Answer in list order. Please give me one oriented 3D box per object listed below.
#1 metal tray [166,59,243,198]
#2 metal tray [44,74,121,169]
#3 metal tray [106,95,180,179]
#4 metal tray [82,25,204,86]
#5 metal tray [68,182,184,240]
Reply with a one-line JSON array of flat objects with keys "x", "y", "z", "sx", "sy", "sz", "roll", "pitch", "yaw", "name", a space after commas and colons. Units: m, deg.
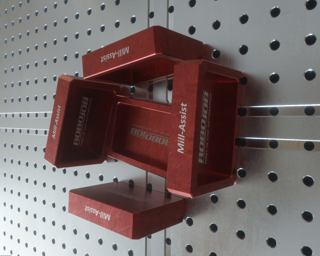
[{"x": 0.050, "y": 0.000, "z": 0.326, "sx": 0.030, "sy": 0.091, "sz": 0.129, "roll": 6, "pitch": 94, "yaw": 40, "name": "metal tray"}, {"x": -0.114, "y": -0.008, "z": 0.462, "sx": 0.030, "sy": 0.091, "sz": 0.129, "roll": 23, "pitch": 105, "yaw": 38, "name": "metal tray"}, {"x": -0.014, "y": 0.009, "z": 0.418, "sx": 0.130, "sy": 0.030, "sz": 0.089, "roll": 15, "pitch": 99, "yaw": 39, "name": "metal tray"}, {"x": -0.022, "y": -0.083, "z": 0.386, "sx": 0.130, "sy": 0.091, "sz": 0.030, "roll": -8, "pitch": 85, "yaw": 40, "name": "metal tray"}, {"x": -0.046, "y": 0.102, "z": 0.406, "sx": 0.130, "sy": 0.091, "sz": 0.030, "roll": 5, "pitch": 94, "yaw": 40, "name": "metal tray"}]
